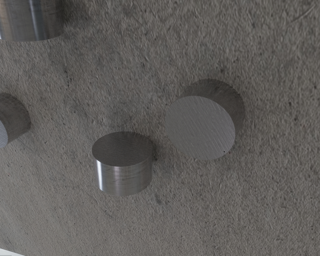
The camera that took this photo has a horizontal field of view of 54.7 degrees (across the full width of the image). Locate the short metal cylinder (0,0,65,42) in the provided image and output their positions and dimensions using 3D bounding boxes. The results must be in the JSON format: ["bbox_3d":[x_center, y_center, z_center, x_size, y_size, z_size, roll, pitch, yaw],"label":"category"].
[{"bbox_3d":[-0.159,-0.140,0.369,0.080,0.080,0.050,16,125,19],"label":"short metal cylinder"}]

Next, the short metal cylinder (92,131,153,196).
[{"bbox_3d":[-0.051,0.047,0.427,0.080,0.080,0.050,15,124,20],"label":"short metal cylinder"}]

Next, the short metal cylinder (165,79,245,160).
[{"bbox_3d":[0.052,-0.010,0.357,0.080,0.050,0.079,13,124,21],"label":"short metal cylinder"}]

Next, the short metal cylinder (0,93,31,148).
[{"bbox_3d":[-0.269,-0.013,0.525,0.080,0.050,0.079,13,124,21],"label":"short metal cylinder"}]
